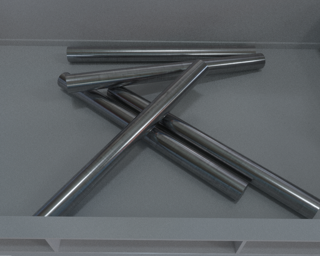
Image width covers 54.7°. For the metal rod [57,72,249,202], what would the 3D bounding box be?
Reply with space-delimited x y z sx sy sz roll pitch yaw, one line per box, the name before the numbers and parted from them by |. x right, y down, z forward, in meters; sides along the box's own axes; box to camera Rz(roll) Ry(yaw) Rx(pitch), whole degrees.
metal rod | -0.025 0.000 0.404 0.300 0.025 0.025 31 57 23

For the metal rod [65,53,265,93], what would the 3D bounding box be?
metal rod | 0.019 -0.083 0.454 0.302 0.025 0.025 -10 51 -17

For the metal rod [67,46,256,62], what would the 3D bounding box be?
metal rod | 0.003 -0.121 0.506 0.302 0.025 0.025 -1 50 -1

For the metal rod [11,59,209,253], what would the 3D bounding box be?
metal rod | -0.041 0.016 0.363 0.025 0.025 0.301 34 65 24

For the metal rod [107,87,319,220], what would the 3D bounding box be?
metal rod | 0.050 0.017 0.391 0.300 0.025 0.025 31 57 23
